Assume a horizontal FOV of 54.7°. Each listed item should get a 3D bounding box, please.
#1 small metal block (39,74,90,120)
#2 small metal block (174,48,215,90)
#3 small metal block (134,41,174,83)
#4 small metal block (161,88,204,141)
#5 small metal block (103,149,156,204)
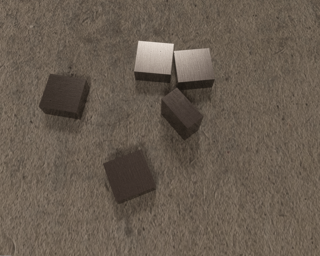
[{"bbox_3d":[-0.129,-0.043,0.422,0.050,0.025,0.050,10,70,3],"label":"small metal block"},{"bbox_3d":[0.047,-0.083,0.439,0.050,0.025,0.050,-6,70,-3],"label":"small metal block"},{"bbox_3d":[-0.008,-0.094,0.442,0.050,0.025,0.050,5,70,1],"label":"small metal block"},{"bbox_3d":[0.027,-0.017,0.401,0.025,0.050,0.050,-37,75,-12],"label":"small metal block"},{"bbox_3d":[-0.037,0.061,0.385,0.050,0.025,0.050,-20,72,-8],"label":"small metal block"}]
